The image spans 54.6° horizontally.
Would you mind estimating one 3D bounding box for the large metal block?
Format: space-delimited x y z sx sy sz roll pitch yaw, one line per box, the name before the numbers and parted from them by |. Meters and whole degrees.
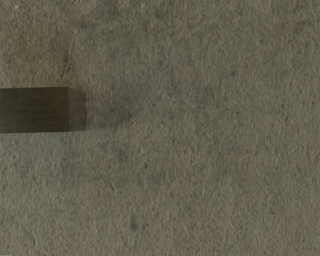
large metal block | -0.141 -0.020 0.382 0.080 0.080 0.050 -1 90 0
